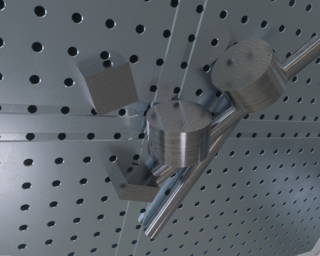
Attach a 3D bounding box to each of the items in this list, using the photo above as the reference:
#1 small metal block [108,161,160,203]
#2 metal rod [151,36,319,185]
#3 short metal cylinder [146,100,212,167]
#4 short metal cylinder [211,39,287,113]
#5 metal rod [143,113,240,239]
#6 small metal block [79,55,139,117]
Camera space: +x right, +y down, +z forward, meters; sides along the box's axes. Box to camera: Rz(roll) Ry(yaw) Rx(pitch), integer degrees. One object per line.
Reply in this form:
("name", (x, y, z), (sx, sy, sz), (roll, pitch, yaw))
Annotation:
("small metal block", (-0.036, 0.073, 0.421), (0.050, 0.050, 0.025), (15, 111, -35))
("metal rod", (0.099, -0.017, 0.431), (0.300, 0.025, 0.025), (-40, 130, 8))
("short metal cylinder", (0.024, 0.005, 0.392), (0.081, 0.080, 0.050), (-14, 124, -21))
("short metal cylinder", (0.114, -0.066, 0.397), (0.080, 0.080, 0.050), (-47, 129, 4))
("metal rod", (0.064, 0.051, 0.477), (0.025, 0.025, 0.299), (24, 105, -37))
("small metal block", (-0.057, -0.048, 0.351), (0.050, 0.025, 0.050), (-23, 127, -14))
